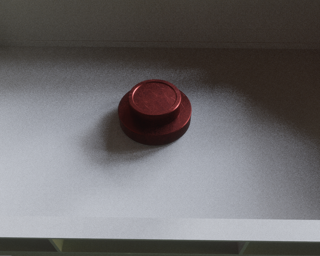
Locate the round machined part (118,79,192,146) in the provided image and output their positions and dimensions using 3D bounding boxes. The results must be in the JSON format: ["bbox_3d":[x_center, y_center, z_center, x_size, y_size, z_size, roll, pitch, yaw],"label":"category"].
[{"bbox_3d":[-0.007,-0.028,0.414,0.099,0.042,0.098,0,50,0],"label":"round machined part"}]
